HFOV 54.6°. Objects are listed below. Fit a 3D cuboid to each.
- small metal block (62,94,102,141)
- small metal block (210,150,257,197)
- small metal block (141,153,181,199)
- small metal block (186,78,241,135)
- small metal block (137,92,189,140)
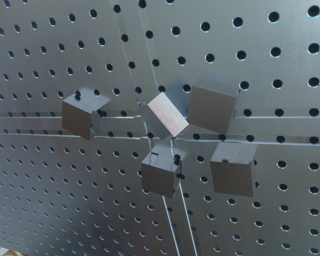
[{"bbox_3d":[-0.118,-0.016,0.464,0.050,0.025,0.050,24,127,13],"label":"small metal block"},{"bbox_3d":[0.095,0.058,0.397,0.050,0.025,0.050,2,120,27],"label":"small metal block"},{"bbox_3d":[0.001,0.070,0.454,0.050,0.025,0.050,14,124,20],"label":"small metal block"},{"bbox_3d":[0.062,-0.025,0.363,0.050,0.025,0.050,19,126,17],"label":"small metal block"},{"bbox_3d":[0.002,-0.013,0.387,0.050,0.025,0.050,50,162,-8],"label":"small metal block"}]
